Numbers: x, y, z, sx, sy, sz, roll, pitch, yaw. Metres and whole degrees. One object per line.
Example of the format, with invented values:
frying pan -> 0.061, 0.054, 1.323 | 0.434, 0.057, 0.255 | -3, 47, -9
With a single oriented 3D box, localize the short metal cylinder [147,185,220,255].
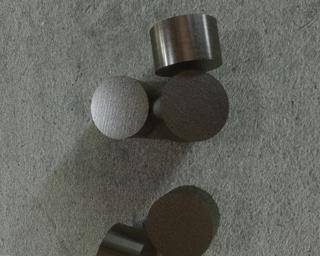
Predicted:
short metal cylinder -> 0.030, 0.115, 0.385 | 0.080, 0.050, 0.080 | 0, 90, 20

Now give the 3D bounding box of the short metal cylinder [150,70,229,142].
short metal cylinder -> 0.033, -0.023, 0.365 | 0.081, 0.050, 0.080 | 1, 86, -14

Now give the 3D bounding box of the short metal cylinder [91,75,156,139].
short metal cylinder -> -0.043, -0.026, 0.411 | 0.080, 0.050, 0.080 | 0, 90, 20

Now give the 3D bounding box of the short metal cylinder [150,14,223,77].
short metal cylinder -> 0.031, -0.095, 0.369 | 0.080, 0.080, 0.050 | -8, 87, 20

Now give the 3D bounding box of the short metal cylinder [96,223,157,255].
short metal cylinder -> -0.042, 0.168, 0.394 | 0.050, 0.080, 0.079 | 11, 94, 20
